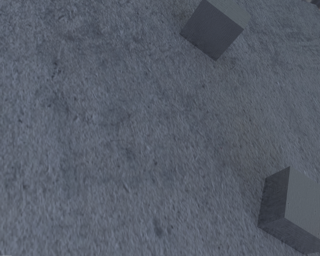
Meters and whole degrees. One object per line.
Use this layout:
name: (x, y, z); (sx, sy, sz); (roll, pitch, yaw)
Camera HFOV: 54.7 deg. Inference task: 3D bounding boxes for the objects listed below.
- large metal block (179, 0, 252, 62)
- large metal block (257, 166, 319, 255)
large metal block: (0.093, -0.176, 0.528); (0.080, 0.080, 0.050); (36, 51, -5)
large metal block: (0.187, 0.112, 0.423); (0.080, 0.050, 0.080); (32, 51, -8)
